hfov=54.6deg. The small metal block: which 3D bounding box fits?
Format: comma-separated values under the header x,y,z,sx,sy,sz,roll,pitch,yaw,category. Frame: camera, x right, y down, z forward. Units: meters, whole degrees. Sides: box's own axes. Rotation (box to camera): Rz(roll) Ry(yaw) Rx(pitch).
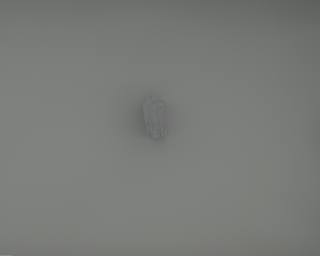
x,y,z,sx,sy,sz,roll,pitch,yaw,category
-0.006,-0.013,0.395,0.025,0.050,0.050,-9,90,0,small metal block
